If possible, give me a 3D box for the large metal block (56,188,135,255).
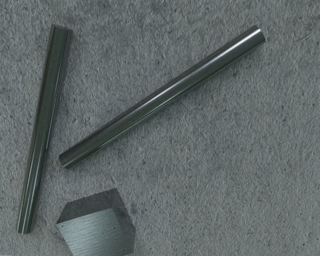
[{"bbox_3d":[-0.089,0.144,0.448,0.080,0.050,0.080,-18,109,6],"label":"large metal block"}]

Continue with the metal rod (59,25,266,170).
[{"bbox_3d":[-0.005,-0.033,0.397,0.300,0.025,0.025,-33,107,11],"label":"metal rod"}]

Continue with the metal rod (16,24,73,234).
[{"bbox_3d":[-0.158,0.015,0.413,0.025,0.025,0.298,16,109,-6],"label":"metal rod"}]
